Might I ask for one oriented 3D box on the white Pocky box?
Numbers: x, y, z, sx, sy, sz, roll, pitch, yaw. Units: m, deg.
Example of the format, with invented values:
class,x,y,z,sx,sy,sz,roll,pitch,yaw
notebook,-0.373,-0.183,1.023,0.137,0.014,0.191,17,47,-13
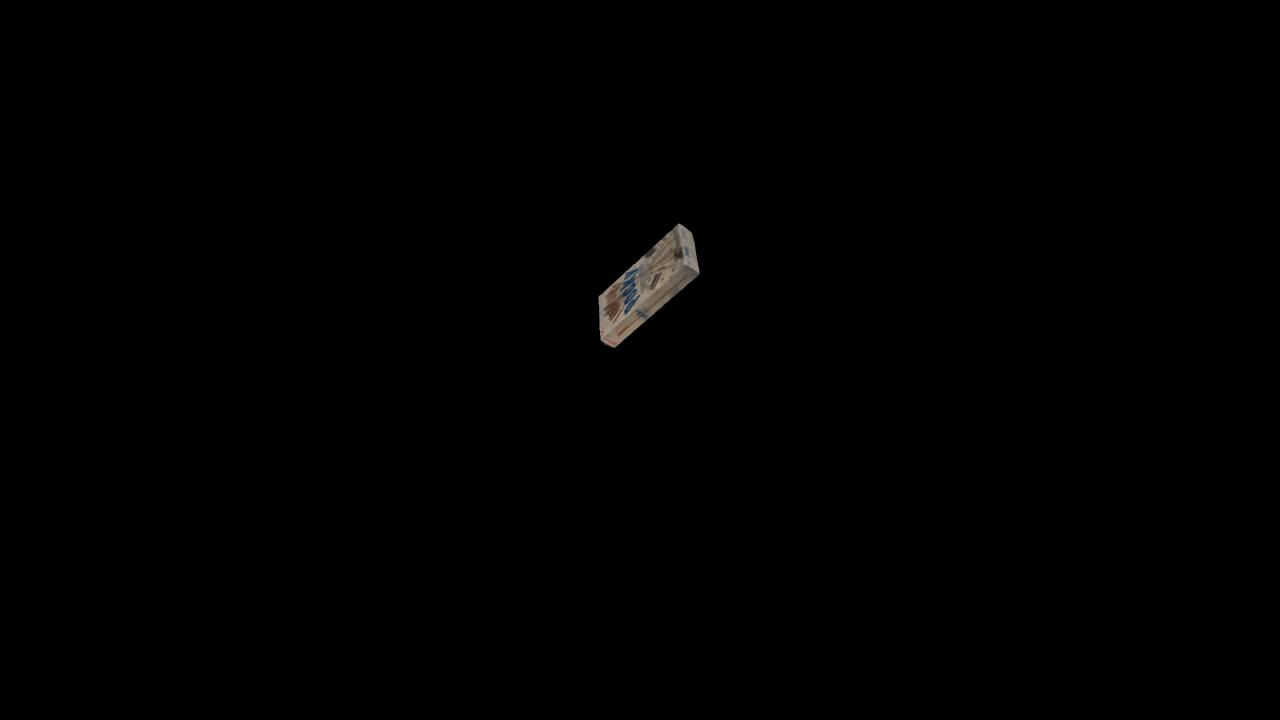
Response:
class,x,y,z,sx,sy,sz,roll,pitch,yaw
white Pocky box,0.007,-0.090,0.753,0.028,0.084,0.154,29,-53,-32
